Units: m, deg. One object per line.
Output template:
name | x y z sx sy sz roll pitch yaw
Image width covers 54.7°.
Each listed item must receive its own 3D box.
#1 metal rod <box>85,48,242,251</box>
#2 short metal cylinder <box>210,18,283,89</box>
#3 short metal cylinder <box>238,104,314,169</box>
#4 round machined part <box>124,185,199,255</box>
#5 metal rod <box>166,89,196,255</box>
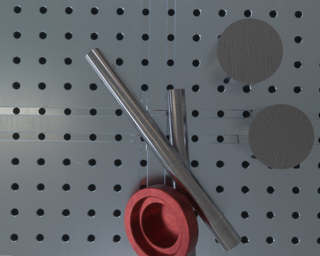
metal rod | -0.001 0.021 0.393 0.025 0.025 0.299 -37 82 0
short metal cylinder | 0.110 -0.094 0.401 0.081 0.050 0.080 0 90 0
short metal cylinder | 0.148 0.010 0.402 0.081 0.050 0.080 0 90 0
round machined part | 0.006 0.119 0.390 0.098 0.042 0.097 2 94 35
metal rod | 0.031 0.098 0.413 0.025 0.025 0.298 -4 90 0
